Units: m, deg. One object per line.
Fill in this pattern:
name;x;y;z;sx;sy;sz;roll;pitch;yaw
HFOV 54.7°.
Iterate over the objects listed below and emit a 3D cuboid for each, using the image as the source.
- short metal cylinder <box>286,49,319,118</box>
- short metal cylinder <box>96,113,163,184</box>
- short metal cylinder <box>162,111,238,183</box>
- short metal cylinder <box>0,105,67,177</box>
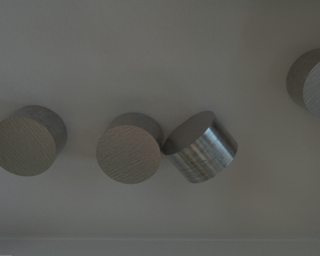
short metal cylinder;0.205;-0.055;0.381;0.081;0.050;0.079;0;110;-1
short metal cylinder;-0.037;0.026;0.403;0.080;0.050;0.079;1;110;4
short metal cylinder;0.050;0.023;0.391;0.080;0.080;0.050;-37;107;12
short metal cylinder;-0.168;0.015;0.401;0.081;0.050;0.079;0;110;-1
